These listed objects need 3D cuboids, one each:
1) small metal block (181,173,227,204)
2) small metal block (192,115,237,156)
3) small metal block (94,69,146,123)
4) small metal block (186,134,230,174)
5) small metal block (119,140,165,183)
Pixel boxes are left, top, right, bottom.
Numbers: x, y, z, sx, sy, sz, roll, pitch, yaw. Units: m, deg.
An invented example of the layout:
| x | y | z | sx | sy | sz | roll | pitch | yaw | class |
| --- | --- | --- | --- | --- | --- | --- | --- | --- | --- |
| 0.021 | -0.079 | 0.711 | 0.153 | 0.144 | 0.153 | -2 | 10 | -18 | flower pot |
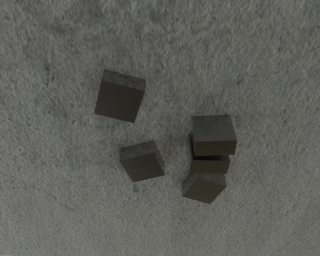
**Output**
| x | y | z | sx | sy | sz | roll | pitch | yaw | class |
| --- | --- | --- | --- | --- | --- | --- | --- | --- | --- |
| 0.068 | 0.089 | 0.485 | 0.050 | 0.025 | 0.050 | 19 | 128 | -16 | small metal block |
| 0.068 | 0.009 | 0.400 | 0.050 | 0.050 | 0.025 | -2 | 130 | 1 | small metal block |
| -0.049 | -0.038 | 0.374 | 0.050 | 0.025 | 0.050 | 13 | 129 | -12 | small metal block |
| 0.064 | 0.035 | 0.422 | 0.050 | 0.050 | 0.025 | 2 | 130 | -2 | small metal block |
| -0.024 | 0.049 | 0.449 | 0.050 | 0.025 | 0.050 | -15 | 129 | 12 | small metal block |
